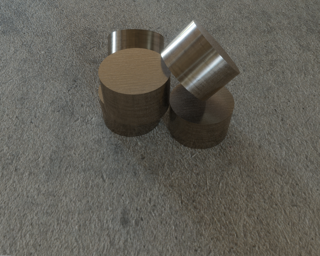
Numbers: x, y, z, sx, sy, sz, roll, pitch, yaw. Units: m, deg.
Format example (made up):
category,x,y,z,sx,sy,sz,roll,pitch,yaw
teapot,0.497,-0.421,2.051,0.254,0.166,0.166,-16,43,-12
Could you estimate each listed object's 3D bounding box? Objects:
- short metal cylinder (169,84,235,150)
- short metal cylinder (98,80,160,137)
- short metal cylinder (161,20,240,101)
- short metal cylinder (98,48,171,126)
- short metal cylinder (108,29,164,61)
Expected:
category,x,y,z,sx,sy,sz,roll,pitch,yaw
short metal cylinder,0.052,-0.019,0.404,0.081,0.050,0.080,0,50,0
short metal cylinder,-0.039,-0.034,0.416,0.081,0.050,0.080,0,50,0
short metal cylinder,0.047,-0.078,0.361,0.050,0.080,0.080,-41,49,22
short metal cylinder,-0.028,-0.049,0.364,0.081,0.050,0.080,0,50,0
short metal cylinder,-0.035,-0.105,0.449,0.081,0.080,0.050,0,89,-1
